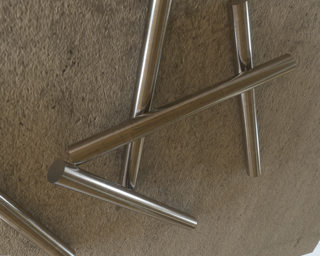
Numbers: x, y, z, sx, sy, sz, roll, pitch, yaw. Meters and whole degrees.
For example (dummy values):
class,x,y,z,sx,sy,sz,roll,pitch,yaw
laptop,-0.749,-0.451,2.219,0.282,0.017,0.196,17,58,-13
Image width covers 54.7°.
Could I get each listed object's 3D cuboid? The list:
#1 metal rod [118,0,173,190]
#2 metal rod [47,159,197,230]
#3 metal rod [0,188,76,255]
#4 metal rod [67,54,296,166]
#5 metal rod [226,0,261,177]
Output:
class,x,y,z,sx,sy,sz,roll,pitch,yaw
metal rod,-0.022,-0.030,0.376,0.025,0.025,0.298,-2,120,-27
metal rod,-0.026,0.104,0.426,0.025,0.025,0.301,-47,139,5
metal rod,-0.187,0.084,0.356,0.025,0.025,0.299,-33,129,-7
metal rod,0.037,-0.028,0.375,0.302,0.025,0.025,-24,127,-14
metal rod,0.127,-0.036,0.453,0.025,0.025,0.299,-27,128,-12
